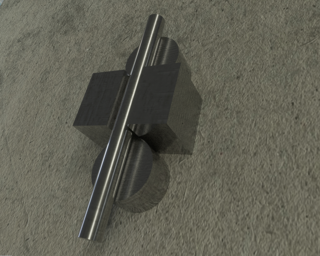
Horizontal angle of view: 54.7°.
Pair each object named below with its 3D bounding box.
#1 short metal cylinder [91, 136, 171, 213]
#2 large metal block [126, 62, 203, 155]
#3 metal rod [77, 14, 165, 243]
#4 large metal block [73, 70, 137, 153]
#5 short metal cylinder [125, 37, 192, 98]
[{"bbox_3d":[-0.034,0.056,0.373,0.080,0.050,0.080,-13,56,20],"label":"short metal cylinder"},{"bbox_3d":[0.010,-0.021,0.377,0.050,0.080,0.080,-1,61,28],"label":"large metal block"},{"bbox_3d":[-0.037,-0.020,0.372,0.025,0.025,0.300,0,61,28],"label":"metal rod"},{"bbox_3d":[-0.058,-0.019,0.412,0.050,0.080,0.080,-1,61,28],"label":"large metal block"},{"bbox_3d":[-0.001,-0.082,0.440,0.080,0.050,0.080,-13,56,20],"label":"short metal cylinder"}]
